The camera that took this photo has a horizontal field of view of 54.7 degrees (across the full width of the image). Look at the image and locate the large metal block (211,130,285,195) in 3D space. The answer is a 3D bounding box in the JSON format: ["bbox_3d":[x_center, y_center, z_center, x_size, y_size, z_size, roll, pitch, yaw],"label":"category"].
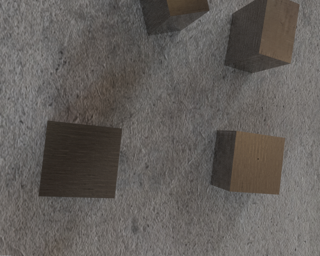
[{"bbox_3d":[0.124,0.048,0.441,0.081,0.050,0.080,8,87,-20],"label":"large metal block"}]

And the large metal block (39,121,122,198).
[{"bbox_3d":[-0.093,0.036,0.361,0.081,0.050,0.080,7,88,-20],"label":"large metal block"}]

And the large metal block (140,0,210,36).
[{"bbox_3d":[0.011,-0.168,0.383,0.050,0.080,0.080,-16,96,-19],"label":"large metal block"}]

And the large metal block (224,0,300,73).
[{"bbox_3d":[0.138,-0.127,0.430,0.050,0.080,0.080,11,86,-20],"label":"large metal block"}]
